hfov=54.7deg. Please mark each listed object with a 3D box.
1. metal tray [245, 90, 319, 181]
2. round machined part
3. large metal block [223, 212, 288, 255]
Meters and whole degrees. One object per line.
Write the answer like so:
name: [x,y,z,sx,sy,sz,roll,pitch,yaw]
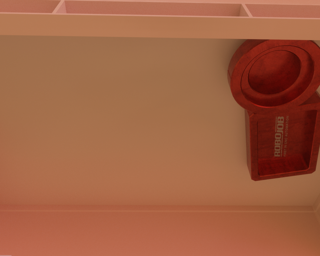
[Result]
metal tray: [0.166,0.015,0.420,0.090,0.030,0.129,-9,130,7]
round machined part: [0.124,-0.066,0.344,0.099,0.042,0.097,-1,130,0]
large metal block: [0.177,0.211,0.578,0.080,0.050,0.080,-31,124,23]
